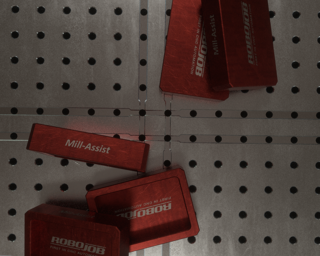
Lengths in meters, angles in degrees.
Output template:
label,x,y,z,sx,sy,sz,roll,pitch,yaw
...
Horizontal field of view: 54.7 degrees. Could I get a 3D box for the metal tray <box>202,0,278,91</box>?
label,x,y,z,sx,sy,sz,roll,pitch,yaw
metal tray,0.101,-0.114,0.390,0.091,0.030,0.129,-7,90,-34

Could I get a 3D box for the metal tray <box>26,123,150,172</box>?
label,x,y,z,sx,sy,sz,roll,pitch,yaw
metal tray,-0.080,0.028,0.377,0.131,0.090,0.030,10,80,-1

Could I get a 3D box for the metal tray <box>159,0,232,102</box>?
label,x,y,z,sx,sy,sz,roll,pitch,yaw
metal tray,0.053,-0.105,0.412,0.091,0.030,0.129,9,90,-1

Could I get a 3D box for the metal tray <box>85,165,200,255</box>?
label,x,y,z,sx,sy,sz,roll,pitch,yaw
metal tray,-0.022,0.109,0.410,0.131,0.030,0.089,-14,90,-1

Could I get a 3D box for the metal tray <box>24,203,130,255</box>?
label,x,y,z,sx,sy,sz,roll,pitch,yaw
metal tray,-0.105,0.150,0.386,0.130,0.030,0.089,4,96,17
